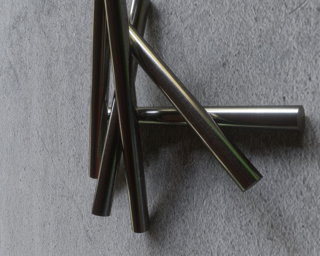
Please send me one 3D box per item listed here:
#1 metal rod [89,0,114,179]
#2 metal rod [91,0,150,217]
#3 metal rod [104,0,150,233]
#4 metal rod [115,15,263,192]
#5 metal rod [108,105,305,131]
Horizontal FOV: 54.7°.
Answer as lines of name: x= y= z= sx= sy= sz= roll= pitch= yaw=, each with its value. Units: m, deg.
metal rod: x=-0.081 y=-0.060 z=0.421 sx=0.025 sy=0.025 sz=0.298 roll=29 pitch=123 yaw=36
metal rod: x=-0.051 y=-0.034 z=0.416 sx=0.025 sy=0.025 sz=0.298 roll=7 pitch=85 yaw=40
metal rod: x=-0.039 y=-0.006 z=0.392 sx=0.025 sy=0.025 sz=0.298 roll=7 pitch=108 yaw=40
metal rod: x=0.008 y=-0.055 z=0.361 sx=0.025 sy=0.025 sz=0.300 roll=-50 pitch=63 yaw=28
metal rod: x=0.018 y=-0.015 z=0.389 sx=0.300 sy=0.025 sz=0.025 roll=3 pitch=92 yaw=40
